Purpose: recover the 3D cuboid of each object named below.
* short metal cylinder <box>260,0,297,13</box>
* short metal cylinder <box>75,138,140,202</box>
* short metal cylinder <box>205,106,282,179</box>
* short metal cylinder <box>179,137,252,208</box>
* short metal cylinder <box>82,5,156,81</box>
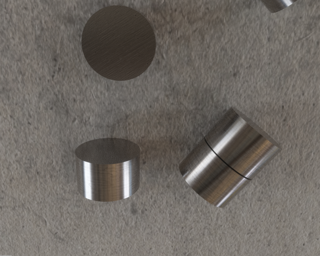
[{"bbox_3d":[0.133,-0.168,0.321,0.050,0.080,0.080,43,104,-14],"label":"short metal cylinder"},{"bbox_3d":[-0.066,0.051,0.398,0.081,0.080,0.050,2,110,-1],"label":"short metal cylinder"},{"bbox_3d":[0.104,0.017,0.388,0.080,0.080,0.050,36,106,-13],"label":"short metal cylinder"},{"bbox_3d":[0.072,0.056,0.402,0.080,0.080,0.050,36,106,-13],"label":"short metal cylinder"},{"bbox_3d":[-0.045,-0.099,0.359,0.081,0.050,0.079,0,110,-1],"label":"short metal cylinder"}]
